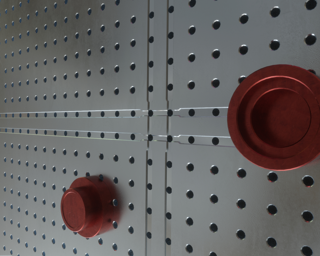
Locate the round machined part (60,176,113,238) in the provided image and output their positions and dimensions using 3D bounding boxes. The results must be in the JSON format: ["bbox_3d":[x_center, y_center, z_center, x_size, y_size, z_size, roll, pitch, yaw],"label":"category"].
[{"bbox_3d":[-0.124,0.129,0.503,0.098,0.042,0.097,0,90,40],"label":"round machined part"}]

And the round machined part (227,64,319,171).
[{"bbox_3d":[0.119,-0.010,0.300,0.098,0.042,0.097,0,90,40],"label":"round machined part"}]
